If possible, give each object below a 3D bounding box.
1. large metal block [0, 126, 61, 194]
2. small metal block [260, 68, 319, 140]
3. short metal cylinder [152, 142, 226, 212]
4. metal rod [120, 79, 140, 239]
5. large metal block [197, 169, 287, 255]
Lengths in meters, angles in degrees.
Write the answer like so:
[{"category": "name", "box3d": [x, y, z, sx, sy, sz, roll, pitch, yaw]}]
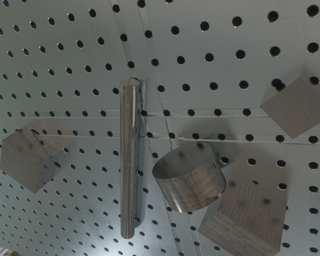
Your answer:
[{"category": "large metal block", "box3d": [-0.232, 0.057, 0.553, 0.080, 0.050, 0.079, 33, 129, 6]}, {"category": "small metal block", "box3d": [0.142, -0.024, 0.321, 0.050, 0.025, 0.050, 44, 129, -3]}, {"category": "short metal cylinder", "box3d": [0.037, 0.061, 0.394, 0.080, 0.080, 0.050, -14, 111, 34]}, {"category": "metal rod", "box3d": [-0.048, 0.066, 0.477, 0.025, 0.025, 0.298, 17, 125, 18]}, {"category": "large metal block", "box3d": [0.105, 0.112, 0.389, 0.080, 0.080, 0.050, 33, 129, 6]}]
